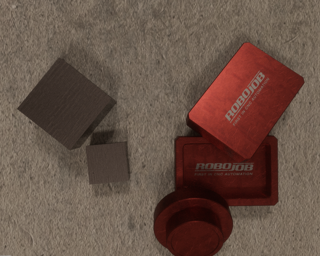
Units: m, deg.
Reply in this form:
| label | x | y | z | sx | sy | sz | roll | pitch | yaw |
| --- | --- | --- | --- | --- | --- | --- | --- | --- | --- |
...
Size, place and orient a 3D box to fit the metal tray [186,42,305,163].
| label | x | y | z | sx | sy | sz | roll | pitch | yaw |
| --- | --- | --- | --- | --- | --- | --- | --- | --- | --- |
| metal tray | 0.106 | -0.033 | 0.389 | 0.090 | 0.030 | 0.130 | 37 | 78 | 9 |

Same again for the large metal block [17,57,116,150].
| label | x | y | z | sx | sy | sz | roll | pitch | yaw |
| --- | --- | --- | --- | --- | --- | --- | --- | --- | --- |
| large metal block | -0.115 | -0.029 | 0.396 | 0.080 | 0.050 | 0.080 | 39 | 90 | -1 |

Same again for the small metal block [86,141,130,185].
| label | x | y | z | sx | sy | sz | roll | pitch | yaw |
| --- | --- | --- | --- | --- | --- | --- | --- | --- | --- |
| small metal block | -0.068 | 0.045 | 0.409 | 0.050 | 0.025 | 0.050 | -6 | 90 | -1 |

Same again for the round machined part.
| label | x | y | z | sx | sy | sz | roll | pitch | yaw |
| --- | --- | --- | --- | --- | --- | --- | --- | --- | --- |
| round machined part | 0.041 | 0.124 | 0.382 | 0.099 | 0.042 | 0.097 | 0 | 119 | -1 |

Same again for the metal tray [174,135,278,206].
| label | x | y | z | sx | sy | sz | roll | pitch | yaw |
| --- | --- | --- | --- | --- | --- | --- | --- | --- | --- |
| metal tray | 0.085 | 0.055 | 0.408 | 0.131 | 0.030 | 0.089 | -1 | 90 | -1 |
